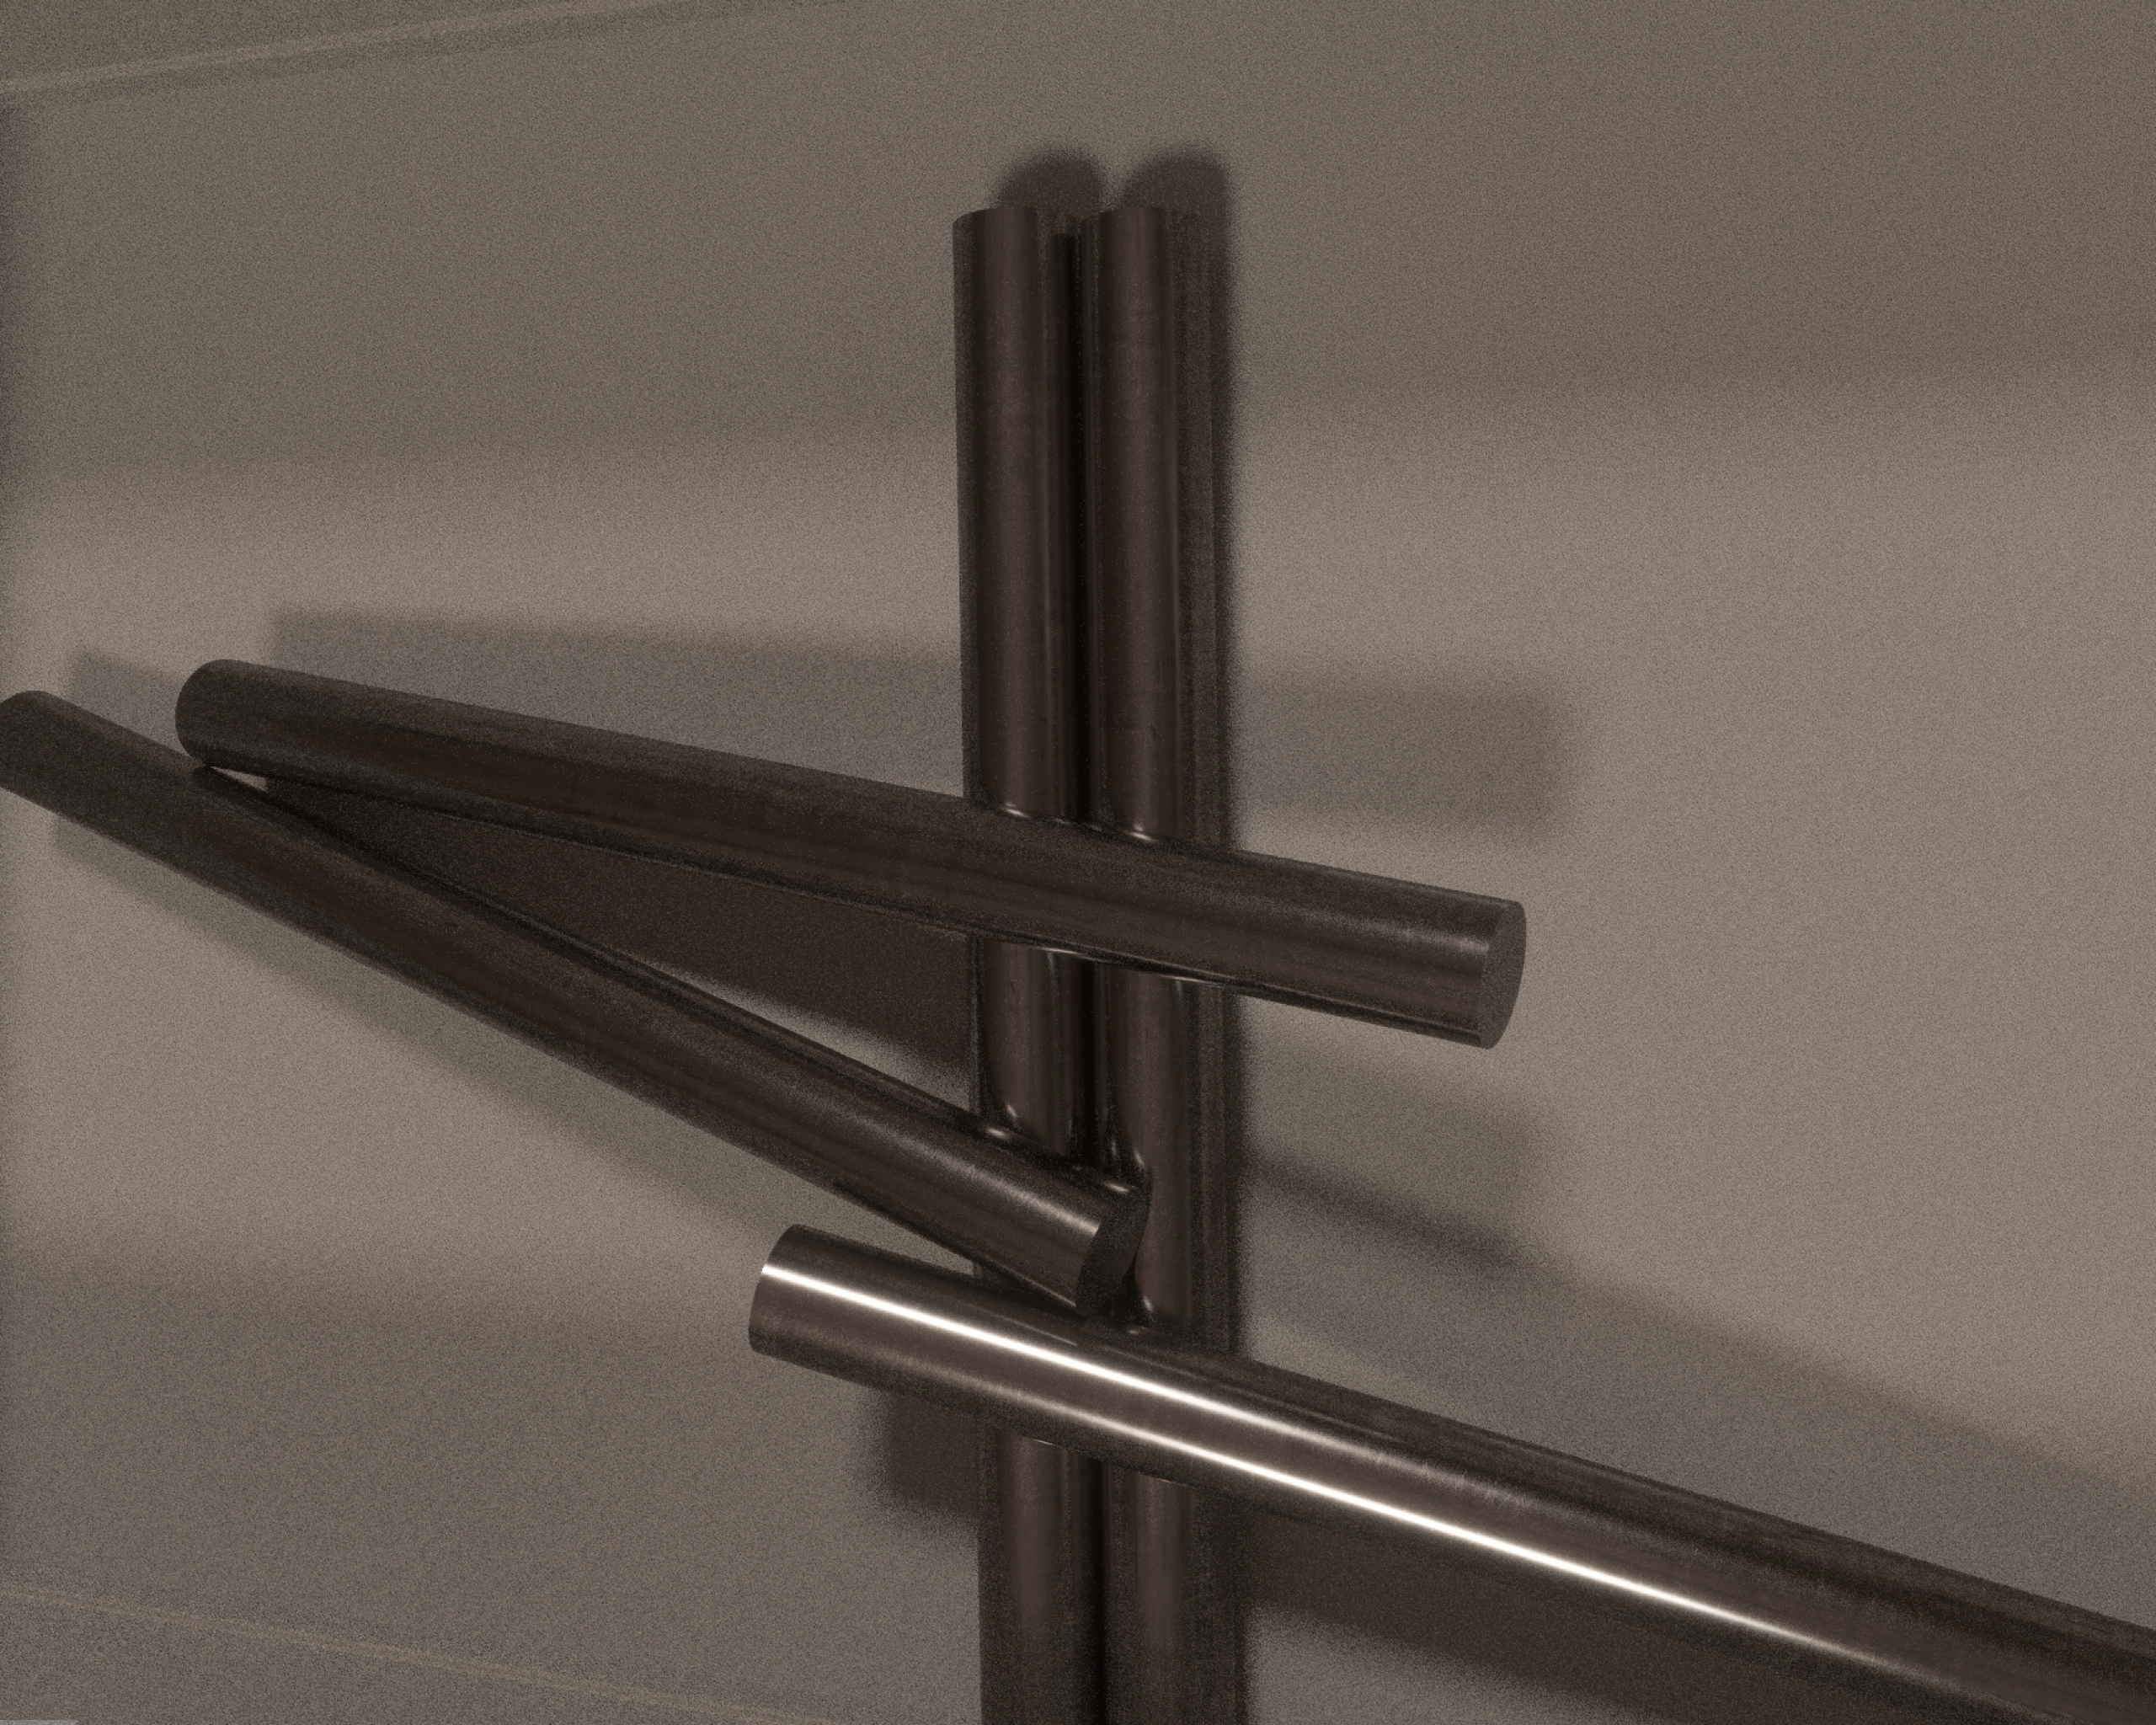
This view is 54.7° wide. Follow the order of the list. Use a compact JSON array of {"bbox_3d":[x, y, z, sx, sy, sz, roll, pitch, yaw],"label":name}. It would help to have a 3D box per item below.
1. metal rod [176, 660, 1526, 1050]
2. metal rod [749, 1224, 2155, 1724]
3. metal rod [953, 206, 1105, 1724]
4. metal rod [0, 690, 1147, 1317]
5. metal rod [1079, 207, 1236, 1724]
[{"bbox_3d":[-0.063,-0.008,0.409,0.301,0.025,0.025,11,94,26],"label":"metal rod"},{"bbox_3d":[0.086,0.116,0.360,0.301,0.025,0.025,14,95,13],"label":"metal rod"},{"bbox_3d":[-0.009,0.024,0.410,0.025,0.025,0.298,-1,90,19],"label":"metal rod"},{"bbox_3d":[-0.122,0.021,0.437,0.301,0.025,0.025,21,97,23],"label":"metal rod"},{"bbox_3d":[0.015,0.027,0.401,0.025,0.025,0.298,-1,90,19],"label":"metal rod"}]
